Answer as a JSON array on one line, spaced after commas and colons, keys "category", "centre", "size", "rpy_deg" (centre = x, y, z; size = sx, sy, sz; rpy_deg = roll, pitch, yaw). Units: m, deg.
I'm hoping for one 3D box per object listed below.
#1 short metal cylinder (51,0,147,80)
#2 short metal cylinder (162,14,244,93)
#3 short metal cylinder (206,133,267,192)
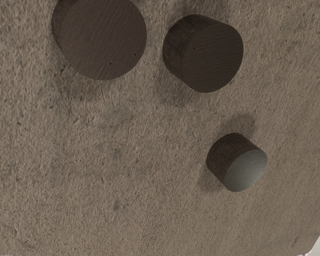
[{"category": "short metal cylinder", "centre": [-0.060, -0.093, 0.301], "size": [0.081, 0.050, 0.079], "rpy_deg": [-14, 125, -21]}, {"category": "short metal cylinder", "centre": [0.050, -0.088, 0.365], "size": [0.081, 0.050, 0.079], "rpy_deg": [-14, 125, -21]}, {"category": "short metal cylinder", "centre": [0.122, 0.054, 0.493], "size": [0.081, 0.050, 0.079], "rpy_deg": [-14, 125, -21]}]
